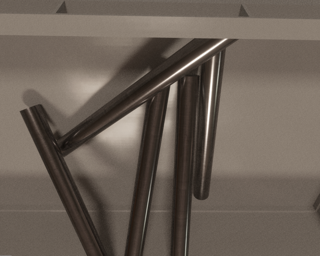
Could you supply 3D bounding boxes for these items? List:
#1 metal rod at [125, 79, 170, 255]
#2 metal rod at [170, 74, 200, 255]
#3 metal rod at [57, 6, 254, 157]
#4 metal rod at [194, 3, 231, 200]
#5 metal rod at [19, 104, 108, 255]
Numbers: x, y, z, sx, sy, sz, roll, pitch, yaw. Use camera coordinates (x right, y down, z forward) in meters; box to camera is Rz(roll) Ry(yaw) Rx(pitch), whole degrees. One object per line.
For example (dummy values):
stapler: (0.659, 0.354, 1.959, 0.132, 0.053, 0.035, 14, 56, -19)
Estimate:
metal rod: (-0.021, 0.082, 0.400, 0.025, 0.025, 0.298, 7, 106, -7)
metal rod: (0.029, 0.082, 0.401, 0.025, 0.025, 0.298, 1, 106, -2)
metal rod: (-0.033, -0.034, 0.355, 0.299, 0.025, 0.025, -31, 124, 32)
metal rod: (0.062, -0.007, 0.404, 0.025, 0.025, 0.298, -2, 130, 1)
metal rod: (-0.111, 0.111, 0.416, 0.025, 0.025, 0.298, -18, 101, 14)
